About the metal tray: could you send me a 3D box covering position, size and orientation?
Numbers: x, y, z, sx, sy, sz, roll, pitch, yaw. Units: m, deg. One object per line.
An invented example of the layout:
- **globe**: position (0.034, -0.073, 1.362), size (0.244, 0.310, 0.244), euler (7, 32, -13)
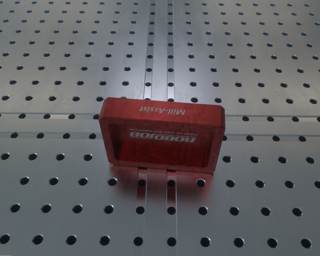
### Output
- **metal tray**: position (0.003, 0.011, 0.356), size (0.131, 0.090, 0.030), euler (4, 50, 4)
